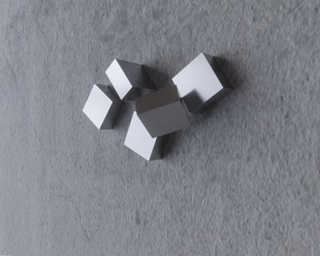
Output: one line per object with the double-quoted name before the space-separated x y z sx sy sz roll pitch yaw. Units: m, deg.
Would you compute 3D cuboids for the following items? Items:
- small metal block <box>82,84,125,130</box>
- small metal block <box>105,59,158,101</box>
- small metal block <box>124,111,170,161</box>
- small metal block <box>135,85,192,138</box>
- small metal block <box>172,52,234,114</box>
"small metal block" -0.087 -0.032 0.474 0.050 0.025 0.050 44 116 31
"small metal block" -0.038 -0.063 0.418 0.025 0.050 0.050 -46 63 30
"small metal block" -0.016 0.010 0.417 0.050 0.025 0.050 30 108 36
"small metal block" 0.004 -0.018 0.363 0.050 0.050 0.025 -18 51 10
"small metal block" 0.049 -0.051 0.363 0.050 0.025 0.050 -39 67 32
